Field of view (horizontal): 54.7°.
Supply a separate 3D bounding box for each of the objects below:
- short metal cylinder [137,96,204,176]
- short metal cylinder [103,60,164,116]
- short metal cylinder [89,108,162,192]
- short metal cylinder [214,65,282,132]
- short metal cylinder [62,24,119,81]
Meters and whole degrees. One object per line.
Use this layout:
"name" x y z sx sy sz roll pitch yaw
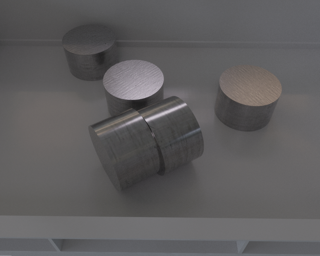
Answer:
"short metal cylinder" 0.007 0.009 0.362 0.050 0.080 0.080 -24 54 -19
"short metal cylinder" -0.035 -0.050 0.430 0.080 0.050 0.080 0 50 0
"short metal cylinder" -0.040 0.024 0.349 0.050 0.080 0.080 -25 55 -19
"short metal cylinder" 0.118 -0.042 0.424 0.080 0.050 0.080 0 50 0
"short metal cylinder" -0.108 -0.120 0.488 0.080 0.050 0.080 0 50 0
